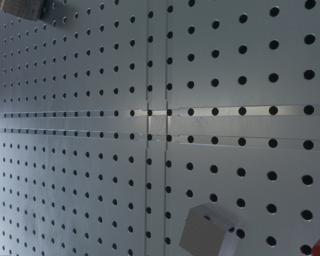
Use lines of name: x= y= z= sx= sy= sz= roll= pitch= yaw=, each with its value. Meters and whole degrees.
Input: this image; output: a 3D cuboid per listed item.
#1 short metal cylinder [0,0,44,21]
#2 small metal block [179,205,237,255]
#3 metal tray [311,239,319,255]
short metal cylinder: x=-0.267 y=-0.245 z=0.594 sx=0.080 sy=0.081 sz=0.050 roll=38 pitch=113 yaw=33
small metal block: x=0.055 y=0.126 z=0.364 sx=0.050 sy=0.025 sz=0.050 roll=24 pitch=105 yaw=37
metal tray: x=0.201 y=0.126 z=0.239 sx=0.130 sy=0.030 sz=0.090 roll=-24 pitch=75 yaw=37
